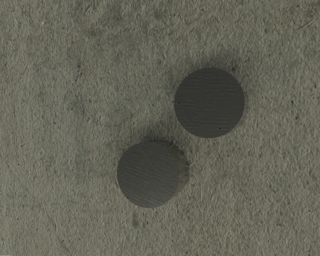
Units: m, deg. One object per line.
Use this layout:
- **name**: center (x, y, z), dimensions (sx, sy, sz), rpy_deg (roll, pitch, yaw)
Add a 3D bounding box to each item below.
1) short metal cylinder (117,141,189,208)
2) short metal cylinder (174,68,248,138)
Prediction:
- **short metal cylinder**: center (-0.008, 0.057, 0.398), dimensions (0.080, 0.050, 0.080), rpy_deg (0, 90, 20)
- **short metal cylinder**: center (0.063, -0.028, 0.373), dimensions (0.080, 0.050, 0.080), rpy_deg (0, 90, 20)
